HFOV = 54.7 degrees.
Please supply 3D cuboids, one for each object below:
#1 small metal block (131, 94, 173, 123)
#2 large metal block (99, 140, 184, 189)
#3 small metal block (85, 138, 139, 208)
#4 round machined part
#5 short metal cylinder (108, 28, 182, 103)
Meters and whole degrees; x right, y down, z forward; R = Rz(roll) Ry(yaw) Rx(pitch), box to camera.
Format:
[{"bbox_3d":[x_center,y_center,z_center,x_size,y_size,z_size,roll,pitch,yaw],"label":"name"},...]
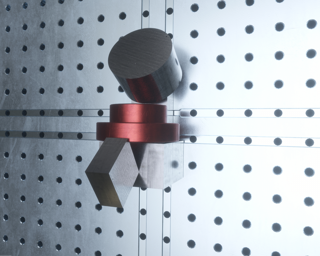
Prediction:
[{"bbox_3d":[-0.010,-0.031,0.414,0.050,0.025,0.050,1,90,19],"label":"small metal block"},{"bbox_3d":[-0.020,0.041,0.389,0.080,0.080,0.050,1,91,19],"label":"large metal block"},{"bbox_3d":[-0.047,0.045,0.318,0.025,0.050,0.050,1,129,19],"label":"small metal block"},{"bbox_3d":[-0.026,-0.007,0.371,0.098,0.098,0.042,1,91,19],"label":"round machined part"},{"bbox_3d":[-0.017,-0.078,0.387,0.080,0.050,0.080,-8,58,14],"label":"short metal cylinder"}]
